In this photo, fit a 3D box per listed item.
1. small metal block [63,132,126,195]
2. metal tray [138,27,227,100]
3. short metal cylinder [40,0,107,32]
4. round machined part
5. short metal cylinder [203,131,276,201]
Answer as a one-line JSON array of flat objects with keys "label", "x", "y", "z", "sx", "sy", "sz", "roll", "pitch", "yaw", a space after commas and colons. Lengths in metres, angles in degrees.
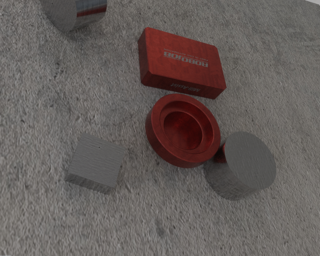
[{"label": "small metal block", "x": -0.071, "y": 0.039, "z": 0.341, "sx": 0.050, "sy": 0.025, "sz": 0.050, "roll": 22, "pitch": 53, "yaw": -15}, {"label": "metal tray", "x": 0.034, "y": -0.099, "z": 0.479, "sx": 0.131, "sy": 0.030, "sz": 0.090, "roll": 8, "pitch": 58, "yaw": -24}, {"label": "short metal cylinder", "x": -0.117, "y": -0.175, "z": 0.413, "sx": 0.080, "sy": 0.080, "sz": 0.050, "roll": 49, "pitch": 51, "yaw": 6}, {"label": "round machined part", "x": 0.026, "y": 0.007, "z": 0.402, "sx": 0.099, "sy": 0.042, "sz": 0.098, "roll": 14, "pitch": 56, "yaw": -21}, {"label": "short metal cylinder", "x": 0.106, "y": 0.051, "z": 0.413, "sx": 0.081, "sy": 0.050, "sz": 0.080, "roll": 14, "pitch": 56, "yaw": -21}]
